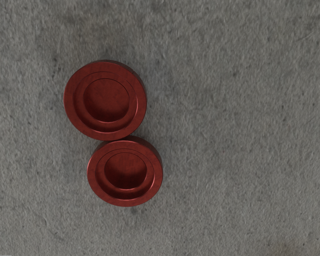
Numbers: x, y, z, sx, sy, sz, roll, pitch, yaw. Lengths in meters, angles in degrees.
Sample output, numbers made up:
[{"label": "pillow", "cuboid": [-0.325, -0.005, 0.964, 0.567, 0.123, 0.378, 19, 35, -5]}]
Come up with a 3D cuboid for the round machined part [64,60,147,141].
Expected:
[{"label": "round machined part", "cuboid": [-0.065, -0.036, 0.386, 0.099, 0.042, 0.097, 0, 110, -1]}]

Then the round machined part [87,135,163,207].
[{"label": "round machined part", "cuboid": [-0.046, 0.054, 0.420, 0.099, 0.042, 0.097, 0, 110, -1]}]
